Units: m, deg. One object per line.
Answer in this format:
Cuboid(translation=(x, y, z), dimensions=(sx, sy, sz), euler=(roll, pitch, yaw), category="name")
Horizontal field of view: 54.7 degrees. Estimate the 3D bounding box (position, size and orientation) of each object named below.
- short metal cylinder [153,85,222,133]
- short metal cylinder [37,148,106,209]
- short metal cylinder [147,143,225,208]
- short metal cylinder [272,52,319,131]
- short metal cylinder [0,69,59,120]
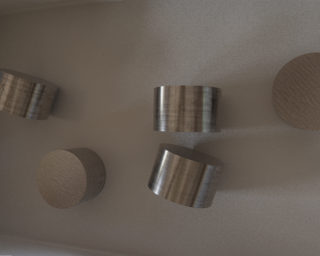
Cuboid(translation=(0.032, -0.021, 0.369), dimensions=(0.080, 0.080, 0.050), euler=(2, 91, 19), category="short metal cylinder")
Cuboid(translation=(-0.125, 0.069, 0.440), dimensions=(0.080, 0.050, 0.079), euler=(0, 90, 19), category="short metal cylinder")
Cuboid(translation=(0.031, 0.055, 0.370), dimensions=(0.080, 0.080, 0.050), euler=(19, 96, 18), category="short metal cylinder")
Cuboid(translation=(0.165, -0.037, 0.339), dimensions=(0.080, 0.050, 0.079), euler=(0, 90, 19), category="short metal cylinder")
Cuboid(translation=(-0.195, -0.049, 0.448), dimensions=(0.080, 0.080, 0.050), euler=(23, 98, 18), category="short metal cylinder")
